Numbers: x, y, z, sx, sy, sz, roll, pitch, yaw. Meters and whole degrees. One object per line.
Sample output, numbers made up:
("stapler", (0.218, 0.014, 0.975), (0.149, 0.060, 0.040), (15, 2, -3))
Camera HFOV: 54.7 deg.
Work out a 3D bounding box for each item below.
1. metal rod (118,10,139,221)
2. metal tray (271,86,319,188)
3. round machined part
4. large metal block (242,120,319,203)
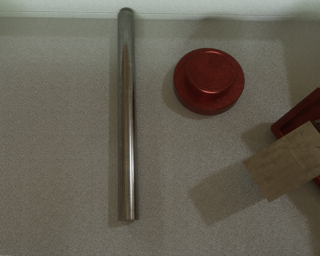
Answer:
("metal rod", (-0.045, -0.030, 0.420), (0.025, 0.025, 0.299), (-2, 70, -1))
("metal tray", (0.209, 0.022, 0.368), (0.030, 0.089, 0.130), (-22, 69, -39))
("round machined part", (0.068, -0.070, 0.427), (0.099, 0.042, 0.098), (0, 70, -1))
("large metal block", (0.149, 0.038, 0.353), (0.080, 0.080, 0.050), (-36, 72, 18))
